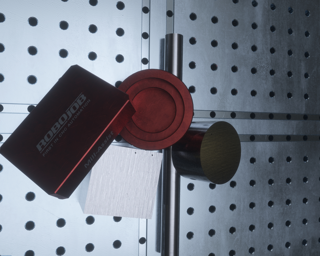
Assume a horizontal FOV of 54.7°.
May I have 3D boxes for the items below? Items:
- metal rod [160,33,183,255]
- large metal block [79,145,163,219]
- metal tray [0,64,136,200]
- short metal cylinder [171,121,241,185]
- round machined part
[{"bbox_3d":[0.016,0.024,0.419,0.025,0.025,0.298,1,90,-20],"label":"metal rod"},{"bbox_3d":[-0.049,0.062,0.381,0.081,0.050,0.080,11,86,-20],"label":"large metal block"},{"bbox_3d":[-0.101,0.001,0.347,0.090,0.030,0.130,32,77,22],"label":"metal tray"},{"bbox_3d":[0.062,0.031,0.408,0.081,0.050,0.079,0,91,-40],"label":"short metal cylinder"},{"bbox_3d":[-0.008,-0.021,0.387,0.099,0.042,0.097,0,89,5],"label":"round machined part"}]
